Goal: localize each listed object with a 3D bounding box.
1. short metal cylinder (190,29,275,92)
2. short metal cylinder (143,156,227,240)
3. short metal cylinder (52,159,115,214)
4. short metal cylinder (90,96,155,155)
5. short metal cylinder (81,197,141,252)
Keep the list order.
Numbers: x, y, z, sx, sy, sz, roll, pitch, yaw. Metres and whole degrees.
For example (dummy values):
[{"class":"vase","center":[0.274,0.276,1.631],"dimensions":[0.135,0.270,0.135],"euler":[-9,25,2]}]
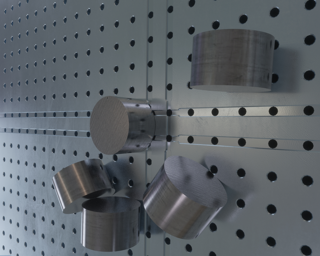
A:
[{"class":"short metal cylinder","center":[0.072,-0.064,0.314],"dimensions":[0.080,0.081,0.050],"euler":[6,94,40]},{"class":"short metal cylinder","center":[0.028,0.077,0.351],"dimensions":[0.080,0.081,0.050],"euler":[46,117,30]},{"class":"short metal cylinder","center":[-0.115,0.088,0.469],"dimensions":[0.080,0.081,0.050],"euler":[-42,65,32]},{"class":"short metal cylinder","center":[-0.054,-0.004,0.437],"dimensions":[0.080,0.050,0.080],"euler":[0,90,40]},{"class":"short metal cylinder","center":[-0.068,0.130,0.430],"dimensions":[0.080,0.081,0.050],"euler":[4,93,40]}]
